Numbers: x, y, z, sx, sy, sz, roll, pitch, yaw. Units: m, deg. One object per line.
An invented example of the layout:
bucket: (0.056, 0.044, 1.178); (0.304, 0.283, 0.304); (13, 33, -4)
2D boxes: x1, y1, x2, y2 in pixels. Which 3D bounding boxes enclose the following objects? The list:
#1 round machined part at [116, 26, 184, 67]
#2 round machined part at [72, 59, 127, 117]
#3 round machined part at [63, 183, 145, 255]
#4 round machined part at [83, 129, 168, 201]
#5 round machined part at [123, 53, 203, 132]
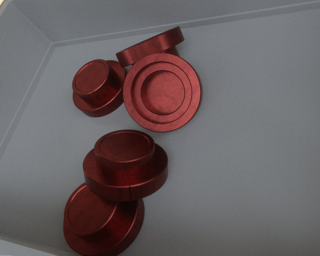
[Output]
round machined part: (-0.010, -0.106, 0.444); (0.098, 0.042, 0.098); (-22, 17, 7)
round machined part: (-0.098, -0.069, 0.486); (0.098, 0.042, 0.098); (-13, 56, 20)
round machined part: (-0.071, 0.099, 0.363); (0.098, 0.042, 0.098); (-13, 50, 16)
round machined part: (-0.040, 0.036, 0.361); (0.099, 0.042, 0.098); (0, 30, 0)
round machined part: (0.006, -0.045, 0.398); (0.098, 0.042, 0.097); (1, 97, 13)
